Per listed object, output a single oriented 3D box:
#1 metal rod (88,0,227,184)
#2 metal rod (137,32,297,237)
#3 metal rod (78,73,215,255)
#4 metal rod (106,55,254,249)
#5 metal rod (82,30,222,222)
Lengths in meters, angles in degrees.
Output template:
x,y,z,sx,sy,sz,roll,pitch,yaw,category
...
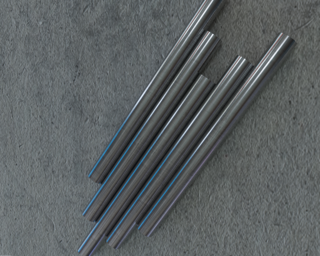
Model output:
x,y,z,sx,sy,sz,roll,pitch,yaw,category
-0.008,-0.049,0.412,0.025,0.025,0.299,38,102,15,metal rod
0.064,0.017,0.387,0.025,0.025,0.299,38,102,15,metal rod
-0.023,0.059,0.418,0.025,0.025,0.299,38,102,15,metal rod
0.019,0.039,0.402,0.025,0.025,0.299,38,102,15,metal rod
-0.016,0.006,0.415,0.025,0.025,0.299,38,102,15,metal rod
